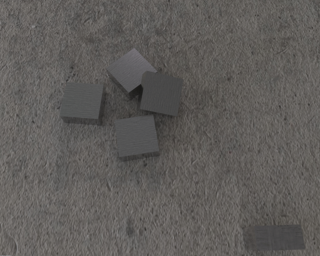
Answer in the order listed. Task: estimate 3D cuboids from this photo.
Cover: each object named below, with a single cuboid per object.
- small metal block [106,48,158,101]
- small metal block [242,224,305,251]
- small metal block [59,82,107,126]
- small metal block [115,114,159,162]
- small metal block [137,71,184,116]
[{"bbox_3d":[-0.039,-0.076,0.435,0.050,0.025,0.050,-39,75,-13],"label":"small metal block"},{"bbox_3d":[0.126,0.124,0.350,0.050,0.050,0.025,-2,70,-1],"label":"small metal block"},{"bbox_3d":[-0.103,-0.033,0.419,0.050,0.025,0.050,4,70,1],"label":"small metal block"},{"bbox_3d":[-0.030,0.013,0.403,0.050,0.025,0.050,-9,70,-3],"label":"small metal block"},{"bbox_3d":[-0.001,-0.044,0.410,0.050,0.025,0.050,11,86,-15],"label":"small metal block"}]
